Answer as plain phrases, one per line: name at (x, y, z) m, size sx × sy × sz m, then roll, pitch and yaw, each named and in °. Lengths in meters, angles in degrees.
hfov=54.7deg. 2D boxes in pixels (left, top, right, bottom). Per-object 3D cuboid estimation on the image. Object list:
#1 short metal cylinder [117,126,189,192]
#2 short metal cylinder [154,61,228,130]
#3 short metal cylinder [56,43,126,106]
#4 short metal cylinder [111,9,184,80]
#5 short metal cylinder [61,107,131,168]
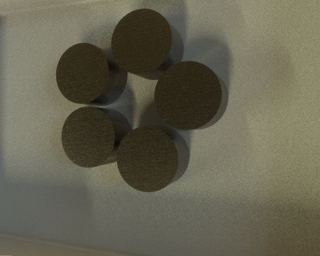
short metal cylinder at (-0.008, 0.038, 0.398) m, size 0.080 × 0.050 × 0.080 m, roll 0°, pitch 90°, yaw 20°
short metal cylinder at (0.040, -0.038, 0.381) m, size 0.080 × 0.050 × 0.080 m, roll 0°, pitch 90°, yaw 20°
short metal cylinder at (-0.094, -0.072, 0.428) m, size 0.080 × 0.050 × 0.080 m, roll 0°, pitch 90°, yaw 20°
short metal cylinder at (-0.015, -0.105, 0.400) m, size 0.080 × 0.050 × 0.080 m, roll 0°, pitch 90°, yaw 20°
short metal cylinder at (-0.086, 0.012, 0.425) m, size 0.080 × 0.050 × 0.080 m, roll 0°, pitch 90°, yaw 20°
